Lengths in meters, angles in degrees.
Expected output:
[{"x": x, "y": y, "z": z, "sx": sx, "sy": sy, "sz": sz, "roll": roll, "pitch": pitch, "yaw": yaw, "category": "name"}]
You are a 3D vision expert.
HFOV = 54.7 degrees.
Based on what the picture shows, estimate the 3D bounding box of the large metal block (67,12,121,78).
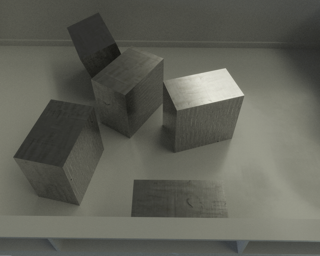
[{"x": -0.085, "y": -0.104, "z": 0.450, "sx": 0.050, "sy": 0.080, "sz": 0.080, "roll": -27, "pitch": 54, "yaw": -2, "category": "large metal block"}]

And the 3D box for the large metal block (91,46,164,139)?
[{"x": -0.038, "y": -0.047, "z": 0.409, "sx": 0.050, "sy": 0.080, "sz": 0.080, "roll": 27, "pitch": 55, "yaw": 20, "category": "large metal block"}]

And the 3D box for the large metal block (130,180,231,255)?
[{"x": 0.017, "y": 0.091, "z": 0.293, "sx": 0.080, "sy": 0.080, "sz": 0.050, "roll": 0, "pitch": 50, "yaw": 0, "category": "large metal block"}]

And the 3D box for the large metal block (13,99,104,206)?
[{"x": -0.105, "y": 0.028, "z": 0.345, "sx": 0.050, "sy": 0.080, "sz": 0.080, "roll": 10, "pitch": 51, "yaw": 8, "category": "large metal block"}]

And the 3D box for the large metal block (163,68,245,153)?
[{"x": 0.049, "y": -0.021, "z": 0.387, "sx": 0.081, "sy": 0.080, "sz": 0.050, "roll": -13, "pitch": 52, "yaw": -11, "category": "large metal block"}]
